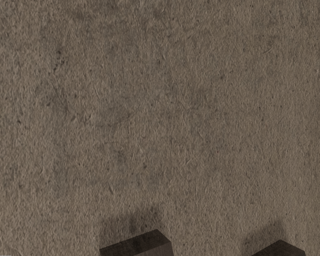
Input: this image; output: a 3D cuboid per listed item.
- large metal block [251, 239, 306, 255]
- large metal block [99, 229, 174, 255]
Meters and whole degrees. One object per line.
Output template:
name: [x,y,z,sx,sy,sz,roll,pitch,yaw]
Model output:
large metal block: [0.177,0.229,0.464,0.081,0.050,0.080,-20,97,-19]
large metal block: [-0.024,0.185,0.388,0.081,0.050,0.080,-13,95,-20]
